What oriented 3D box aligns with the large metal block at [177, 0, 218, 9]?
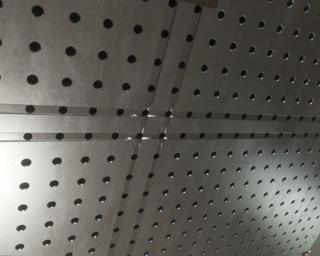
[{"bbox_3d":[0.021,-0.169,0.303,0.081,0.050,0.079,0,119,-29],"label":"large metal block"}]
